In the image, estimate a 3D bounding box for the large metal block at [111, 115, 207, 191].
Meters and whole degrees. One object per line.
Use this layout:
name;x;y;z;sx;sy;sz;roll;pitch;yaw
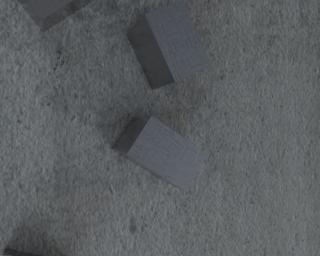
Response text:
large metal block;-0.004;0.028;0.379;0.080;0.080;0.050;35;79;-17

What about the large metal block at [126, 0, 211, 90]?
large metal block;0.008;-0.098;0.383;0.050;0.080;0.080;-28;100;-18

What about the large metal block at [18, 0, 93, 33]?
large metal block;-0.125;-0.170;0.349;0.080;0.050;0.080;-41;103;-16

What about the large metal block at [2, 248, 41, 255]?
large metal block;-0.148;0.190;0.342;0.080;0.050;0.080;21;83;-19
